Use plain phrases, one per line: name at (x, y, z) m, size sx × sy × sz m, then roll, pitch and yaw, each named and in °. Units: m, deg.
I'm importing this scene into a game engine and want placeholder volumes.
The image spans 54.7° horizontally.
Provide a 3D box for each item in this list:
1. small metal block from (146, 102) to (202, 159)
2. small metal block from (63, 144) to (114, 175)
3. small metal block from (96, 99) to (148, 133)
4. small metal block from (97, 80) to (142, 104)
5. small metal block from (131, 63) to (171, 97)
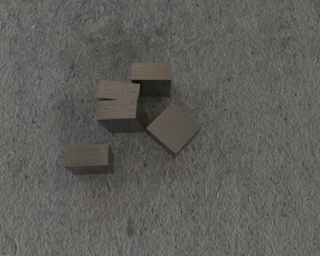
small metal block at (0.018, 0.003, 0.407) m, size 0.050 × 0.025 × 0.050 m, roll 41°, pitch 75°, yaw 13°
small metal block at (-0.085, 0.040, 0.380) m, size 0.050 × 0.050 × 0.025 m, roll -2°, pitch 70°, yaw -1°
small metal block at (-0.047, -0.014, 0.394) m, size 0.050 × 0.050 × 0.025 m, roll -2°, pitch 69°, yaw 13°
small metal block at (-0.051, -0.038, 0.408) m, size 0.050 × 0.050 × 0.025 m, roll 6°, pitch 70°, yaw 2°
small metal block at (-0.011, -0.064, 0.418) m, size 0.050 × 0.050 × 0.025 m, roll 0°, pitch 70°, yaw 0°
